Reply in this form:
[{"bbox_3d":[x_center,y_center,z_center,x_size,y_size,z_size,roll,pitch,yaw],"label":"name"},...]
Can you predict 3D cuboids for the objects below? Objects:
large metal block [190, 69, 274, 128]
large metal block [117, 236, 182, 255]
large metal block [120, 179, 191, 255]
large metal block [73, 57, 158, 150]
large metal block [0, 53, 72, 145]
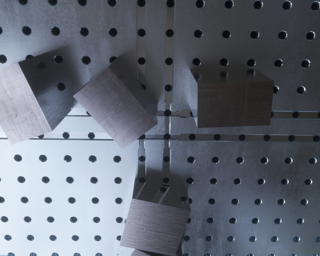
[{"bbox_3d":[0.080,-0.039,0.371,0.081,0.080,0.050,-2,110,0],"label":"large metal block"},{"bbox_3d":[-0.020,0.212,0.478,0.080,0.050,0.080,28,107,-11],"label":"large metal block"},{"bbox_3d":[-0.008,0.129,0.448,0.081,0.050,0.079,13,109,-6],"label":"large metal block"},{"bbox_3d":[-0.048,-0.033,0.371,0.050,0.080,0.080,-37,106,12],"label":"large metal block"},{"bbox_3d":[-0.156,-0.038,0.368,0.050,0.080,0.080,-18,109,6],"label":"large metal block"}]
